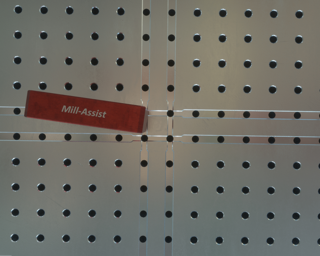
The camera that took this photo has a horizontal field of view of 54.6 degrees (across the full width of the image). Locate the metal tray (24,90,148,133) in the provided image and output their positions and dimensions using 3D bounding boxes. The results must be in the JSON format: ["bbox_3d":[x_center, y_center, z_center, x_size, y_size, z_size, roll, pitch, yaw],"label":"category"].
[{"bbox_3d":[-0.082,-0.018,0.380,0.131,0.090,0.030,8,90,0],"label":"metal tray"}]
